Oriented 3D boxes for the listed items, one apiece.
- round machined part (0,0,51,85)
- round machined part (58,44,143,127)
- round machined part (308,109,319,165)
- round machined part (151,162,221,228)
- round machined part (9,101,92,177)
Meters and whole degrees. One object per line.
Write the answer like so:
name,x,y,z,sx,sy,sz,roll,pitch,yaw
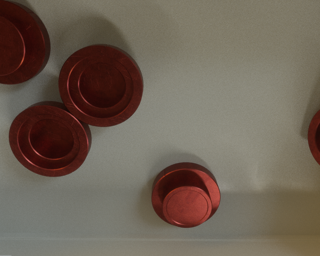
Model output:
round machined part,-0.185,-0.099,0.364,0.099,0.042,0.097,0,110,0
round machined part,-0.069,-0.054,0.382,0.099,0.042,0.097,0,110,0
round machined part,0.242,0.013,0.387,0.042,0.098,0.097,-7,114,-31
round machined part,0.037,0.101,0.440,0.099,0.042,0.097,0,110,0
round machined part,-0.138,0.011,0.405,0.099,0.042,0.097,0,111,0
